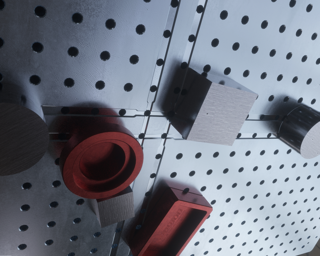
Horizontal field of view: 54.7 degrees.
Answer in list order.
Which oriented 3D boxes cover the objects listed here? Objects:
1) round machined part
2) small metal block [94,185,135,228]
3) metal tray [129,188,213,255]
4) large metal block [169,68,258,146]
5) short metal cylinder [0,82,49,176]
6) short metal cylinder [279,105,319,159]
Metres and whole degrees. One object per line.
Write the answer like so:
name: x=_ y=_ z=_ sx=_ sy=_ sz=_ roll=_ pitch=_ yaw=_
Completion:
round machined part: x=-0.074 y=0.036 z=0.382 sx=0.099 sy=0.042 sz=0.097 roll=-14 pitch=124 yaw=-21
small metal block: x=-0.065 y=0.109 z=0.443 sx=0.050 sy=0.025 sz=0.050 roll=-14 pitch=124 yaw=-21
metal tray: x=0.018 y=0.167 z=0.521 sx=0.090 sy=0.030 sz=0.129 roll=23 pitch=106 yaw=-37
large metal block: x=0.071 y=-0.026 z=0.417 sx=0.081 sy=0.050 sz=0.079 roll=9 pitch=114 yaw=-32
short metal cylinder: x=-0.157 y=0.001 z=0.310 sx=0.081 sy=0.050 sz=0.079 roll=-14 pitch=124 yaw=-21
short metal cylinder: x=0.257 y=0.007 z=0.539 sx=0.081 sy=0.050 sz=0.079 roll=-14 pitch=124 yaw=-21
